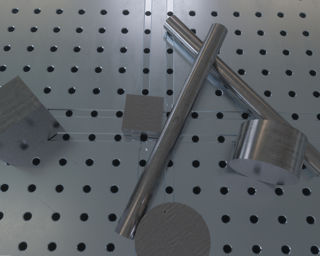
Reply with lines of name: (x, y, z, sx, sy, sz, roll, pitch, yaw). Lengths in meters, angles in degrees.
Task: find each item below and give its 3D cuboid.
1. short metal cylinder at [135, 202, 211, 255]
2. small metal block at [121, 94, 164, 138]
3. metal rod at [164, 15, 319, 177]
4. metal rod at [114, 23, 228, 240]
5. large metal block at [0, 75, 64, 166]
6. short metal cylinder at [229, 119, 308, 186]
short metal cylinder: (0.013, 0.128, 0.352, 0.081, 0.050, 0.080, 0, 70, -1)
small metal block: (-0.022, -0.016, 0.417, 0.050, 0.025, 0.050, 5, 70, 2)
metal rod: (0.112, -0.053, 0.432, 0.025, 0.025, 0.300, -38, 75, -13)
metal rod: (0.020, -0.006, 0.398, 0.025, 0.025, 0.299, 23, 77, 8)
large metal block: (-0.179, -0.006, 0.383, 0.080, 0.080, 0.050, -40, 75, -13)
short metal cylinder: (0.129, 0.031, 0.372, 0.080, 0.080, 0.050, 19, 71, 6)
